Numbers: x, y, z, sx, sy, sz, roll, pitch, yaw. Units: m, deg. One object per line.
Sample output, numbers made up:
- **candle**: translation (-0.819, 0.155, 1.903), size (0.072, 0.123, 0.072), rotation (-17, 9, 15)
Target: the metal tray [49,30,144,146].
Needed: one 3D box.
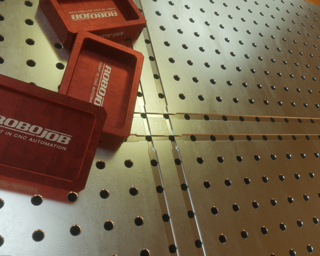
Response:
- **metal tray**: translation (-0.075, -0.051, 0.387), size (0.091, 0.030, 0.130), rotation (18, 60, -18)

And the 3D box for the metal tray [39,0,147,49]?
- **metal tray**: translation (-0.096, -0.170, 0.456), size (0.131, 0.030, 0.090), rotation (-23, 74, -36)

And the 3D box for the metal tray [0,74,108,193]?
- **metal tray**: translation (-0.129, 0.005, 0.308), size (0.131, 0.030, 0.090), rotation (18, 82, -18)
